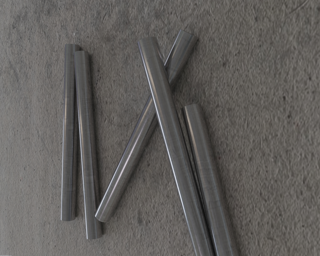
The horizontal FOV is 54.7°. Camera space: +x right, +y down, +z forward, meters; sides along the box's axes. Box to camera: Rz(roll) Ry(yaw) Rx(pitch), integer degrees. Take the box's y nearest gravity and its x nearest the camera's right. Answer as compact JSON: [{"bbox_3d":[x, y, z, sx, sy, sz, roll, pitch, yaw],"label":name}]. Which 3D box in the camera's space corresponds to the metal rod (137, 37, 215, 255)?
[{"bbox_3d":[0.023,0.038,0.366,0.025,0.025,0.298,-19,84,38],"label":"metal rod"}]

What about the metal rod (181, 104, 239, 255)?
[{"bbox_3d":[0.070,0.118,0.347,0.025,0.025,0.299,-21,77,38],"label":"metal rod"}]

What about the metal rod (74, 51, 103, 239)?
[{"bbox_3d":[-0.117,0.024,0.501,0.025,0.025,0.298,-8,85,40],"label":"metal rod"}]

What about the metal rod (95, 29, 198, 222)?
[{"bbox_3d":[-0.026,0.011,0.426,0.025,0.025,0.298,40,114,33],"label":"metal rod"}]

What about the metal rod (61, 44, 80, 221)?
[{"bbox_3d":[-0.154,0.008,0.532,0.025,0.025,0.298,3,92,40],"label":"metal rod"}]
